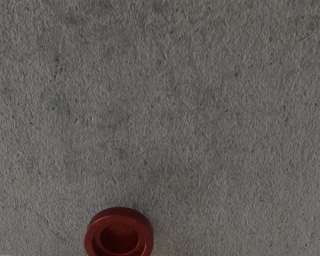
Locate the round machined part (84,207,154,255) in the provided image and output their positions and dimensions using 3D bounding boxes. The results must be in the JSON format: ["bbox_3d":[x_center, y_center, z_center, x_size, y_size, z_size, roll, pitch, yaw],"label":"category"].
[{"bbox_3d":[-0.058,0.157,0.458,0.099,0.042,0.097,0,110,0],"label":"round machined part"}]
